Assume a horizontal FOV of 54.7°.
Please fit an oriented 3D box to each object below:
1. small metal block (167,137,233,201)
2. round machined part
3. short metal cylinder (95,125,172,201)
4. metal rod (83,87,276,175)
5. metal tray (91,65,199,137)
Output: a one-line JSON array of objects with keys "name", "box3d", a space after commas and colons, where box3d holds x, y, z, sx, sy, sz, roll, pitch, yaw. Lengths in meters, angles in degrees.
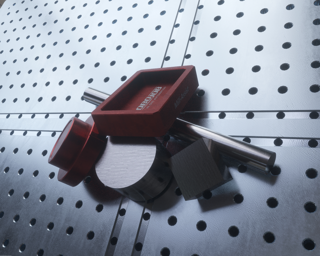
[{"name": "small metal block", "box3d": [0.043, 0.045, 0.339, 0.050, 0.025, 0.050, -36, 66, 25]}, {"name": "round machined part", "box3d": [-0.111, 0.024, 0.406, 0.098, 0.042, 0.098, -47, 25, 30]}, {"name": "short metal cylinder", "box3d": [-0.030, 0.043, 0.377, 0.080, 0.050, 0.080, -13, 56, 21]}, {"name": "metal rod", "box3d": [0.001, -0.008, 0.408, 0.300, 0.025, 0.025, 22, 73, 36]}, {"name": "metal tray", "box3d": [-0.014, -0.038, 0.393, 0.090, 0.030, 0.131, 0, 33, 27]}]
